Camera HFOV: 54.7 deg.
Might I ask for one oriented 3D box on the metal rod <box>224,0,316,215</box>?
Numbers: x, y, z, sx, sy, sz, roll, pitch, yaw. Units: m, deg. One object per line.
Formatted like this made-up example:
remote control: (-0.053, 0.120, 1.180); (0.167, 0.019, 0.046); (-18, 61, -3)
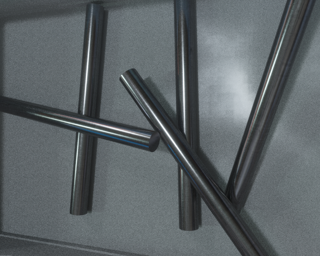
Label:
metal rod: (0.115, -0.036, 0.326); (0.025, 0.025, 0.298); (20, 113, 19)

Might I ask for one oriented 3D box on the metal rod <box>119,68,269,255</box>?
metal rod: (0.043, 0.052, 0.367); (0.025, 0.025, 0.299); (-38, 78, 16)

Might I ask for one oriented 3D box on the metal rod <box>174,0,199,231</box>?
metal rod: (0.034, -0.021, 0.398); (0.025, 0.025, 0.298); (-2, 89, 20)

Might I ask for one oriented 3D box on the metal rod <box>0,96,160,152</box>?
metal rod: (-0.136, -0.012, 0.434); (0.300, 0.025, 0.025); (13, 94, 28)

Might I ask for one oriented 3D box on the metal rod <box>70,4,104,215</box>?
metal rod: (-0.106, -0.025, 0.447); (0.025, 0.025, 0.298); (6, 92, 20)
